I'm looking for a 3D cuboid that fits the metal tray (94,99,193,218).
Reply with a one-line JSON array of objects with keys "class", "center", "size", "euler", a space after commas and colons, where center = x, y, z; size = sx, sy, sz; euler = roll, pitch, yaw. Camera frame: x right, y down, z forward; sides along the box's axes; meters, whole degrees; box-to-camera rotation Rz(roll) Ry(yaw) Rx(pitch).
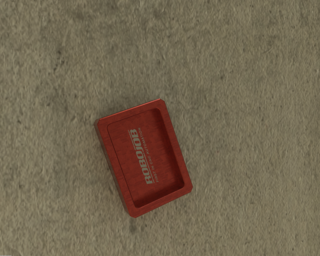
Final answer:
[{"class": "metal tray", "center": [-0.020, 0.037, 0.399], "size": [0.091, 0.030, 0.129], "euler": [-21, 97, -19]}]
